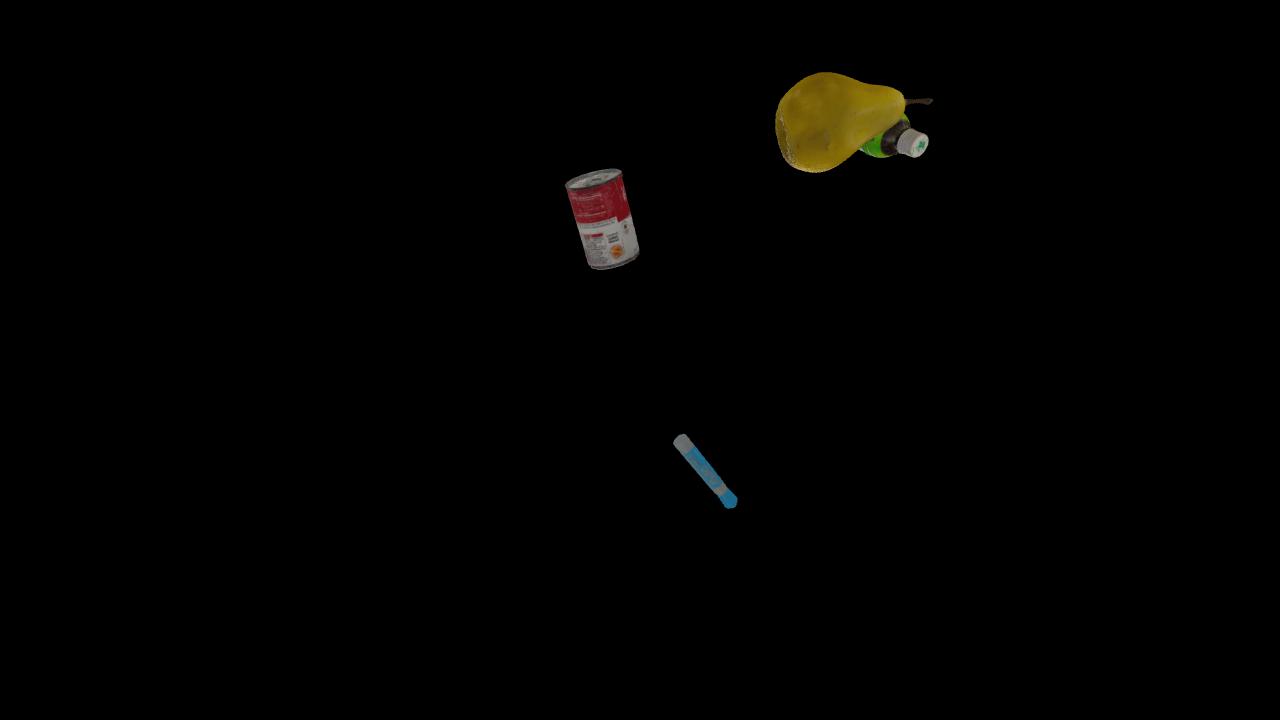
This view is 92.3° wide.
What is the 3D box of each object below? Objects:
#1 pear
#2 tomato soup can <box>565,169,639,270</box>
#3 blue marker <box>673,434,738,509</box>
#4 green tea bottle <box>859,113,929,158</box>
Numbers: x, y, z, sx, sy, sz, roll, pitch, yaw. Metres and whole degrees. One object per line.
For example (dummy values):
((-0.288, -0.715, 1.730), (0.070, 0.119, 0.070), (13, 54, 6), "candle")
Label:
((0.165, -0.193, 0.483), (0.111, 0.080, 0.080), (-15, -1, 2), "pear")
((-0.043, -0.166, 0.728), (0.068, 0.101, 0.068), (-11, 29, 6), "tomato soup can")
((0.080, 0.135, 0.731), (0.020, 0.121, 0.020), (-32, 23, 16), "blue marker")
((0.318, -0.335, 0.876), (0.073, 0.073, 0.212), (0, 34, -29), "green tea bottle")
